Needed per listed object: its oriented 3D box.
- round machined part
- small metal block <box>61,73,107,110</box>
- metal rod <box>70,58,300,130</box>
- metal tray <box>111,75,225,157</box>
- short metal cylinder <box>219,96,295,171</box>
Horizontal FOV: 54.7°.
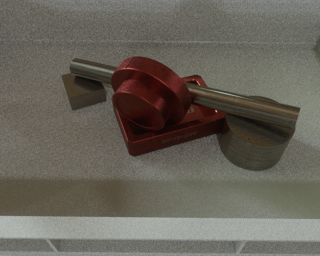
[{"bbox_3d":[-0.016,-0.033,0.367,0.098,0.098,0.042,22,61,17],"label":"round machined part"},{"bbox_3d":[-0.111,-0.058,0.450,0.050,0.025,0.050,-17,52,-15],"label":"small metal block"},{"bbox_3d":[0.015,-0.049,0.391,0.301,0.025,0.025,16,52,20],"label":"metal rod"},{"bbox_3d":[0.010,-0.021,0.416,0.131,0.030,0.090,-15,52,-13],"label":"metal tray"},{"bbox_3d":[0.118,0.006,0.384,0.081,0.050,0.080,0,50,0],"label":"short metal cylinder"}]
